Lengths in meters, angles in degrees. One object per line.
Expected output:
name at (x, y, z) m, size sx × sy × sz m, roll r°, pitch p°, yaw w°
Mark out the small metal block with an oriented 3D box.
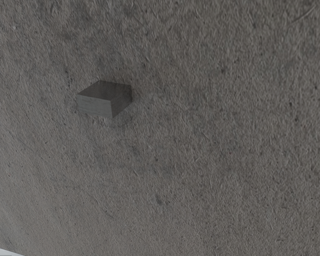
small metal block at (-0.071, -0.039, 0.405) m, size 0.050 × 0.050 × 0.025 m, roll 12°, pitch 124°, yaw 22°
